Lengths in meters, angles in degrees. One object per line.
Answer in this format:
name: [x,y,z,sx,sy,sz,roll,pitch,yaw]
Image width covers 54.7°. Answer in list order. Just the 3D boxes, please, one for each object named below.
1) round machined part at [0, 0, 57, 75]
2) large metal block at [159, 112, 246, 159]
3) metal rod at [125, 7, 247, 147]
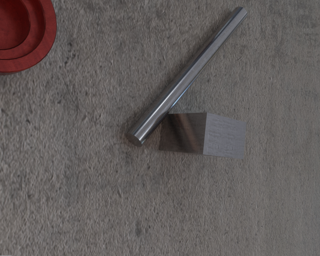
round machined part: [-0.147,-0.095,0.271,0.099,0.042,0.097,0,90,-40]
large metal block: [0.057,0.011,0.419,0.081,0.080,0.050,10,84,-40]
metal rod: [0.051,-0.089,0.449,0.301,0.025,0.025,-51,120,-28]
